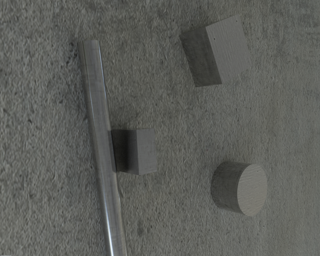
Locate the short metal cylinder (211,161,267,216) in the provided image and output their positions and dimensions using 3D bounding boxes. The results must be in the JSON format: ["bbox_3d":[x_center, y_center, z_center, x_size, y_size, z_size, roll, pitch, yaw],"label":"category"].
[{"bbox_3d":[0.127,0.095,0.495,0.081,0.050,0.079,0,90,-40],"label":"short metal cylinder"}]

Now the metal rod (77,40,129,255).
[{"bbox_3d":[-0.061,0.054,0.353,0.025,0.025,0.298,-11,97,-40],"label":"metal rod"}]

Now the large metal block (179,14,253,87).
[{"bbox_3d":[0.085,-0.114,0.459,0.081,0.050,0.080,-32,110,-35],"label":"large metal block"}]

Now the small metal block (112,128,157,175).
[{"bbox_3d":[-0.031,0.026,0.363,0.025,0.050,0.050,-5,94,-40],"label":"small metal block"}]
